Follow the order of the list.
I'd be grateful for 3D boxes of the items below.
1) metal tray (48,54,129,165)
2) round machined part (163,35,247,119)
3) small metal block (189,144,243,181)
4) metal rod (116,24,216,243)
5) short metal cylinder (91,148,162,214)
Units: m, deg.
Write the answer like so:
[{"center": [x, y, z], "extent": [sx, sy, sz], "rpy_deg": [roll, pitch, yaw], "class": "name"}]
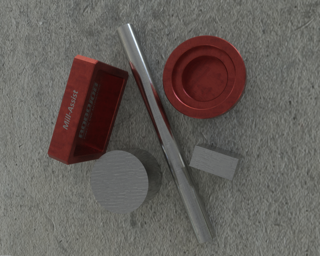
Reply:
[{"center": [-0.090, -0.022, 0.406], "extent": [0.030, 0.090, 0.129], "rpy_deg": [20, 96, 19], "class": "metal tray"}, {"center": [0.056, -0.060, 0.381], "extent": [0.098, 0.042, 0.097], "rpy_deg": [0, 90, 19], "class": "round machined part"}, {"center": [0.068, 0.039, 0.369], "extent": [0.050, 0.050, 0.025], "rpy_deg": [18, 96, 19], "class": "small metal block"}, {"center": [0.005, 0.001, 0.408], "extent": [0.025, 0.025, 0.299], "rpy_deg": [-23, 82, 18], "class": "metal rod"}, {"center": [-0.043, 0.067, 0.411], "extent": [0.080, 0.050, 0.079], "rpy_deg": [0, 90, 19], "class": "short metal cylinder"}]
